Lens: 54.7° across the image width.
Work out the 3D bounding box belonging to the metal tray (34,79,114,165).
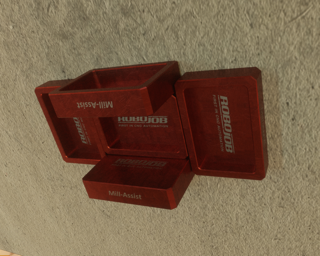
[{"bbox_3d":[-0.123,-0.007,0.463,0.090,0.030,0.129,0,119,27],"label":"metal tray"}]

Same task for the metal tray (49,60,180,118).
[{"bbox_3d":[-0.051,-0.046,0.363,0.130,0.090,0.030,0,119,27],"label":"metal tray"}]

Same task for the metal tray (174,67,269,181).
[{"bbox_3d":[0.074,-0.002,0.364,0.090,0.030,0.129,0,119,27],"label":"metal tray"}]

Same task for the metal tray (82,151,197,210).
[{"bbox_3d":[-0.025,0.060,0.413,0.130,0.090,0.030,1,119,27],"label":"metal tray"}]

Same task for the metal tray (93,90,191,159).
[{"bbox_3d":[-0.025,-0.007,0.412,0.130,0.030,0.089,1,119,27],"label":"metal tray"}]
